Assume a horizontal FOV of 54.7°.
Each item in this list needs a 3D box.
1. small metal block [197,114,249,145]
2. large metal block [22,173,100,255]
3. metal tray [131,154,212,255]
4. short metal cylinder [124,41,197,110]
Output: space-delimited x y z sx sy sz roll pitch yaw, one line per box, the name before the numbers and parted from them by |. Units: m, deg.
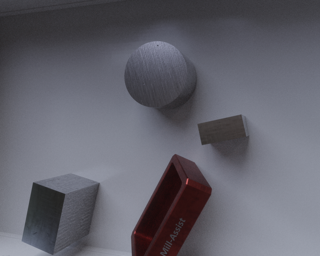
small metal block | 0.077 0.002 0.370 0.050 0.050 0.025 -13 86 19
large metal block | -0.134 0.113 0.427 0.050 0.080 0.079 14 95 19
metal tray | 0.008 0.105 0.370 0.030 0.090 0.129 25 99 -12
short metal cylinder | 0.002 -0.065 0.396 0.080 0.050 0.079 0 90 19
